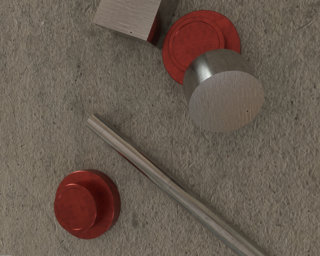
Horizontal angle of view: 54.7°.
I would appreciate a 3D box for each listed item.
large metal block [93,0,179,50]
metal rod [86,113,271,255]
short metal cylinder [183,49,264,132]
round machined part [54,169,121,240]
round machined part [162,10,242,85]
[{"bbox_3d":[-0.029,-0.158,0.406,0.080,0.050,0.080,23,98,18],"label":"large metal block"},{"bbox_3d":[0.017,0.078,0.402,0.300,0.025,0.025,38,102,16],"label":"metal rod"},{"bbox_3d":[0.069,-0.041,0.349,0.081,0.050,0.079,-3,130,-3],"label":"short metal cylinder"},{"bbox_3d":[-0.109,0.110,0.438,0.098,0.042,0.097,0,90,20],"label":"round machined part"},{"bbox_3d":[0.049,-0.098,0.383,0.098,0.042,0.097,0,90,20],"label":"round machined part"}]
